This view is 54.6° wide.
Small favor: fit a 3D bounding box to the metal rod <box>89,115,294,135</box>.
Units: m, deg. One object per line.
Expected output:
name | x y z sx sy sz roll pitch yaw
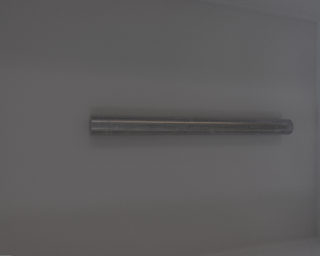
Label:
metal rod | 0.057 -0.003 0.431 0.302 0.025 0.025 0 90 -20
